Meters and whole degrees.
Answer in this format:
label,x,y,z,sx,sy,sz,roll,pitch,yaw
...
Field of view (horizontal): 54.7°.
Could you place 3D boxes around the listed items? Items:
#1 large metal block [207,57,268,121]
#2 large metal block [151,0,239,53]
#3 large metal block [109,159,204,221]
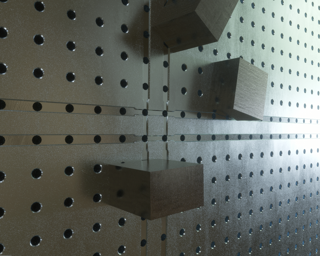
label,x,y,z,sx,sy,sz,roll,pitch,yaw
large metal block,0.128,-0.059,0.503,0.081,0.050,0.080,15,81,-39
large metal block,0.047,-0.154,0.415,0.050,0.080,0.080,42,65,-33
large metal block,-0.005,0.068,0.371,0.081,0.080,0.050,-2,91,-40
